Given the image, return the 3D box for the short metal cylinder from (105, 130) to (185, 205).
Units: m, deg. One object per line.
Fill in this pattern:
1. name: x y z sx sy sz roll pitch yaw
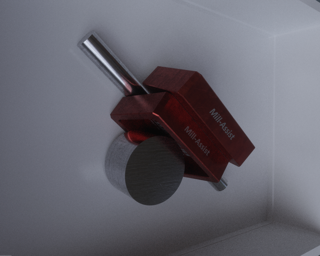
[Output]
1. short metal cylinder: -0.018 0.045 0.368 0.081 0.050 0.079 -6 100 -34

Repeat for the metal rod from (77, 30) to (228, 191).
1. metal rod: 0.007 -0.005 0.415 0.300 0.025 0.025 46 62 -30

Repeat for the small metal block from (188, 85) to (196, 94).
1. small metal block: 0.025 -0.041 0.427 0.050 0.025 0.050 48 61 -30

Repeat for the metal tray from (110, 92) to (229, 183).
1. metal tray: 0.012 0.014 0.375 0.130 0.090 0.030 47 62 -30

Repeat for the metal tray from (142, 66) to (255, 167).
1. metal tray: 0.046 -0.014 0.370 0.030 0.090 0.130 -49 121 -9
